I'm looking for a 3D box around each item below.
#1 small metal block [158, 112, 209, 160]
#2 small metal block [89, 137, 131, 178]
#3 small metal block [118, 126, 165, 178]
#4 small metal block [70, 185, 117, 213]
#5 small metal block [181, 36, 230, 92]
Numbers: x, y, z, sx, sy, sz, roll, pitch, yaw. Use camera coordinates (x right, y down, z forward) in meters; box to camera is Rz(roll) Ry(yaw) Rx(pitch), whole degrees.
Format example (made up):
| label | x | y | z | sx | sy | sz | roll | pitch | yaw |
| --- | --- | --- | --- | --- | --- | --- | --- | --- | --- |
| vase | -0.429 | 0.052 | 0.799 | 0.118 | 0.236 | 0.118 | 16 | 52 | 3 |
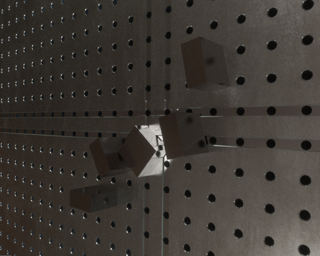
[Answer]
| label | x | y | z | sx | sy | sz | roll | pitch | yaw |
| --- | --- | --- | --- | --- | --- | --- | --- | --- | --- |
| small metal block | 0.029 | 0.009 | 0.368 | 0.025 | 0.050 | 0.050 | -19 | 78 | 38 |
| small metal block | -0.068 | 0.041 | 0.447 | 0.025 | 0.050 | 0.050 | -36 | 68 | 34 |
| small metal block | -0.024 | 0.032 | 0.427 | 0.050 | 0.025 | 0.050 | 48 | 118 | 28 |
| small metal block | -0.102 | 0.107 | 0.475 | 0.050 | 0.050 | 0.025 | 2 | 92 | 39 |
| small metal block | 0.052 | -0.070 | 0.349 | 0.025 | 0.050 | 0.050 | -14 | 82 | 39 |
